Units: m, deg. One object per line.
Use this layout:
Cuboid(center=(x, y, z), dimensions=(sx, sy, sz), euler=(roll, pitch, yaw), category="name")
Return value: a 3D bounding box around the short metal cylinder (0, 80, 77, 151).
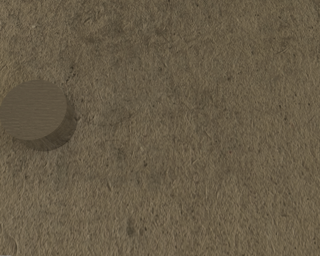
Cuboid(center=(-0.154, -0.015, 0.399), dimensions=(0.081, 0.050, 0.080), euler=(0, 70, 0), category="short metal cylinder")
